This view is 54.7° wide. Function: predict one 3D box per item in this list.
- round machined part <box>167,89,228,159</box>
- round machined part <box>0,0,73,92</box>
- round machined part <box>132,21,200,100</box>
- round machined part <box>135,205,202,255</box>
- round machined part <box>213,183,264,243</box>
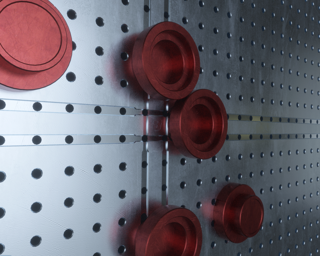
[{"bbox_3d":[0.050,-0.006,0.442,0.099,0.042,0.097,0,90,-40],"label":"round machined part"},{"bbox_3d":[-0.128,-0.084,0.291,0.099,0.042,0.097,0,91,-40],"label":"round machined part"},{"bbox_3d":[0.004,-0.084,0.403,0.099,0.042,0.097,0,90,-40],"label":"round machined part"},{"bbox_3d":[0.007,0.150,0.407,0.099,0.042,0.097,0,90,-40],"label":"round machined part"},{"bbox_3d":[0.137,0.143,0.516,0.099,0.042,0.097,0,90,-40],"label":"round machined part"}]
